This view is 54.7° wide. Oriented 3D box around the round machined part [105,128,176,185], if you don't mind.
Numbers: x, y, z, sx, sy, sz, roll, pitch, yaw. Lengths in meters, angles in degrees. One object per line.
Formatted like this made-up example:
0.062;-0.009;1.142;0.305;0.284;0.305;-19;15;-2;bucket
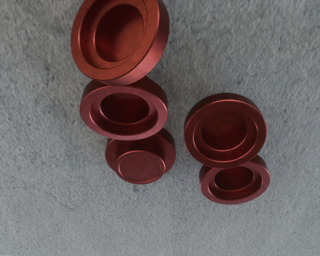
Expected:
-0.027;0.042;0.431;0.099;0.042;0.097;-1;130;0;round machined part

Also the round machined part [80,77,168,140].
-0.040;-0.030;0.361;0.099;0.042;0.097;0;143;0;round machined part

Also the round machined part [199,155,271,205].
0.106;0.066;0.454;0.099;0.042;0.097;-1;130;0;round machined part

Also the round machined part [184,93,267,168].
0.079;0.000;0.390;0.099;0.042;0.097;1;120;2;round machined part

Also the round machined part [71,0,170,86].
-0.034;-0.087;0.297;0.098;0.098;0.042;-29;160;22;round machined part
